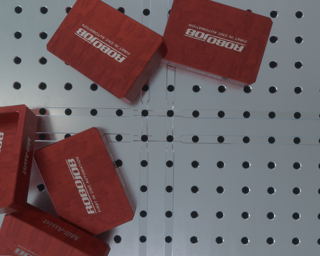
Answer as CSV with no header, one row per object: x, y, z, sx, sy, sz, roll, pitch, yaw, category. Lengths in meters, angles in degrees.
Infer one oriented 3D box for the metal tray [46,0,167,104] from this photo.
-0.068,-0.102,0.394,0.130,0.030,0.090,34,90,15,metal tray

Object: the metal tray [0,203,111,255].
-0.140,0.160,0.394,0.130,0.030,0.089,28,113,0,metal tray

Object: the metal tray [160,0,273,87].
0.071,-0.115,0.411,0.131,0.030,0.090,16,90,0,metal tray

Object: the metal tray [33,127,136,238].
-0.098,0.074,0.410,0.090,0.030,0.130,-23,90,0,metal tray

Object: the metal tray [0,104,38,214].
-0.206,0.038,0.378,0.090,0.030,0.130,-6,63,4,metal tray
